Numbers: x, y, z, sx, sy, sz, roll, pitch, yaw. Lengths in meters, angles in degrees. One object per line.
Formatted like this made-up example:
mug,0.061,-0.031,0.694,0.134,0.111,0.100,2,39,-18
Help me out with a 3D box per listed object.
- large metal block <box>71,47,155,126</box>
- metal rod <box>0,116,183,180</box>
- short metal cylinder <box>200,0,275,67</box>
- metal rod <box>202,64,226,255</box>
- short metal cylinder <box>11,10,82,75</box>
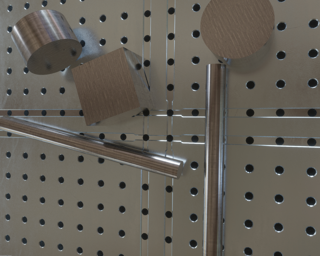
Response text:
large metal block,-0.063,-0.053,0.421,0.080,0.050,0.080,-18,84,19
metal rod,-0.112,0.024,0.452,0.301,0.025,0.025,13,94,19
short metal cylinder,0.093,-0.117,0.366,0.080,0.050,0.079,0,90,20
metal rod,0.067,0.071,0.388,0.025,0.025,0.298,1,90,20
short metal cylinder,-0.159,-0.120,0.440,0.080,0.080,0.050,-34,79,17
